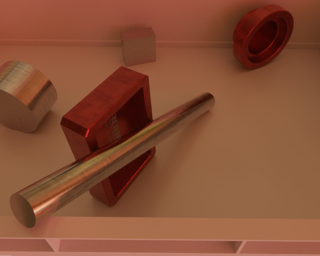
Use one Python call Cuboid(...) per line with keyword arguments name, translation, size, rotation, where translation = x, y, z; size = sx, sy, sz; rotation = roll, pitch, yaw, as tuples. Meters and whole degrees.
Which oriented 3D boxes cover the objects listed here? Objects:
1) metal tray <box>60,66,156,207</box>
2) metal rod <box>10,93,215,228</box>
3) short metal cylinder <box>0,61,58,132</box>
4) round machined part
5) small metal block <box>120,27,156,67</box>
Cuboid(name="metal tray", translation=(-0.045, 0.013, 0.324), size=(0.030, 0.129, 0.090), rotation=(24, 54, 23))
Cuboid(name="metal rod", translation=(-0.011, 0.007, 0.320), size=(0.025, 0.025, 0.302), rotation=(28, 31, 21))
Cuboid(name="short metal cylinder", translation=(-0.183, -0.039, 0.400), size=(0.080, 0.080, 0.050), rotation=(13, 51, 11))
Cuboid(name="round machined part", translation=(0.153, -0.145, 0.482), size=(0.099, 0.097, 0.042), rotation=(-22, 51, -18))
Cuboid(name="small metal block", translation=(-0.034, -0.130, 0.498), size=(0.050, 0.050, 0.025), rotation=(-13, 52, -11))
